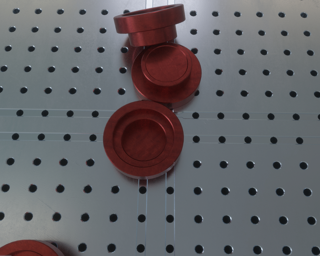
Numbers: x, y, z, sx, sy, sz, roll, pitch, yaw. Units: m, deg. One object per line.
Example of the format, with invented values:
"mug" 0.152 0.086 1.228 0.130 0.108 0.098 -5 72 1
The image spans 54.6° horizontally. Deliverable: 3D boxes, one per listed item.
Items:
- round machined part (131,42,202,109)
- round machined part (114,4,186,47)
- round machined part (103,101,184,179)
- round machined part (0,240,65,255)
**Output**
"round machined part" 0.009 -0.079 0.432 0.099 0.042 0.098 0 70 0
"round machined part" -0.012 -0.144 0.437 0.099 0.098 0.042 -13 114 -5
"round machined part" -0.020 0.018 0.396 0.099 0.042 0.098 0 70 0
"round machined part" -0.145 0.174 0.339 0.099 0.042 0.098 0 70 0
